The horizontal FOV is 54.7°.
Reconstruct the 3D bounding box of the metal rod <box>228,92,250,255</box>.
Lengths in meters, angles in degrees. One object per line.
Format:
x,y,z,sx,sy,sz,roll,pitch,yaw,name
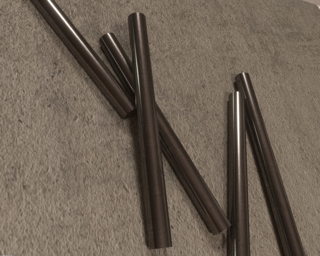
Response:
0.106,0.071,0.419,0.025,0.025,0.300,21,54,-17,metal rod

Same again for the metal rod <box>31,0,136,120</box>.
-0.129,-0.135,0.417,0.025,0.025,0.300,-32,80,-38,metal rod

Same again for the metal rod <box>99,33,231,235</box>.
-0.001,-0.002,0.406,0.025,0.025,0.299,-21,73,-36,metal rod

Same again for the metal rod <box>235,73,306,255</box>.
0.159,0.042,0.465,0.025,0.025,0.299,7,58,-25,metal rod

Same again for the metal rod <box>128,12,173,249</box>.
-0.016,-0.012,0.379,0.025,0.025,0.299,4,68,-27,metal rod
